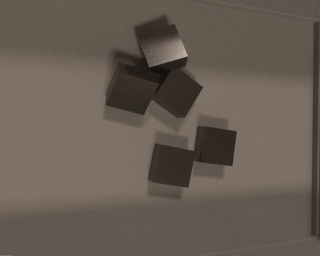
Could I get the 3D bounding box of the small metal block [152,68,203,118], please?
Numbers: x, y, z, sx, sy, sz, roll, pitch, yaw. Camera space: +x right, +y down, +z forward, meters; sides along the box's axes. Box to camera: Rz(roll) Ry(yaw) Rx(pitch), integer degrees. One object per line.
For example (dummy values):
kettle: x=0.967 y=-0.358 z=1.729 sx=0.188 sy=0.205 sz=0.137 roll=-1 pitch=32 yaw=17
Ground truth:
small metal block: x=0.022 y=-0.048 z=0.420 sx=0.050 sy=0.025 sz=0.050 roll=35 pitch=78 yaw=-17

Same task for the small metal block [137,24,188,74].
small metal block: x=0.003 y=-0.100 z=0.398 sx=0.050 sy=0.025 sz=0.050 roll=-17 pitch=73 yaw=-6

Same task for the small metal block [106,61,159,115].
small metal block: x=-0.035 y=-0.048 z=0.384 sx=0.050 sy=0.025 sz=0.050 roll=14 pitch=126 yaw=-20

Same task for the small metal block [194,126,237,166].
small metal block: x=0.078 y=0.026 z=0.441 sx=0.050 sy=0.025 sz=0.050 roll=9 pitch=87 yaw=-20

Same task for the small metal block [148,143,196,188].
small metal block: x=0.015 y=0.050 z=0.418 sx=0.050 sy=0.025 sz=0.050 roll=13 pitch=86 yaw=-20
